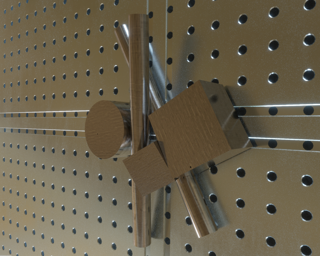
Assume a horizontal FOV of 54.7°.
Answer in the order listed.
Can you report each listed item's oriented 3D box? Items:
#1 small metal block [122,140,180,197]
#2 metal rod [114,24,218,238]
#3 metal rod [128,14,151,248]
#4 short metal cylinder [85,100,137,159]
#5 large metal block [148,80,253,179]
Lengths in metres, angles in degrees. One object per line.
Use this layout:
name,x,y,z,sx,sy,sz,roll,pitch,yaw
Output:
small metal block,-0.009,0.047,0.370,0.050,0.025,0.050,-32,85,27
metal rod,0.001,-0.009,0.403,0.025,0.025,0.299,-35,69,34
metal rod,-0.025,0.011,0.400,0.025,0.025,0.298,8,103,39
short metal cylinder,-0.061,0.002,0.439,0.080,0.050,0.079,0,90,39
large metal block,0.044,0.003,0.352,0.080,0.050,0.080,-34,69,35
